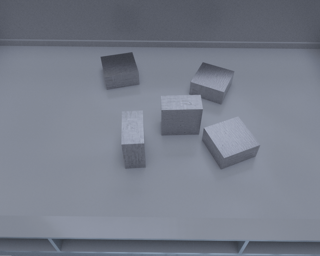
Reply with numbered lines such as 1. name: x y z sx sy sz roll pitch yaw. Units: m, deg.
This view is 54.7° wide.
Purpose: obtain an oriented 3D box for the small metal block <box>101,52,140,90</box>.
1. small metal block: -0.062 -0.089 0.479 0.050 0.025 0.050 -11 51 -9

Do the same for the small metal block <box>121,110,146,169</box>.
1. small metal block: -0.032 0.014 0.376 0.025 0.050 0.050 -3 50 -2

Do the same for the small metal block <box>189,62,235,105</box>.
1. small metal block: 0.077 -0.067 0.462 0.050 0.025 0.050 20 53 16

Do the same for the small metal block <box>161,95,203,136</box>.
1. small metal block: 0.027 -0.016 0.402 0.050 0.050 0.025 -1 50 -1

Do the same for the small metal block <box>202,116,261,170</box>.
1. small metal block: 0.088 0.018 0.390 0.050 0.025 0.050 -18 52 -15
